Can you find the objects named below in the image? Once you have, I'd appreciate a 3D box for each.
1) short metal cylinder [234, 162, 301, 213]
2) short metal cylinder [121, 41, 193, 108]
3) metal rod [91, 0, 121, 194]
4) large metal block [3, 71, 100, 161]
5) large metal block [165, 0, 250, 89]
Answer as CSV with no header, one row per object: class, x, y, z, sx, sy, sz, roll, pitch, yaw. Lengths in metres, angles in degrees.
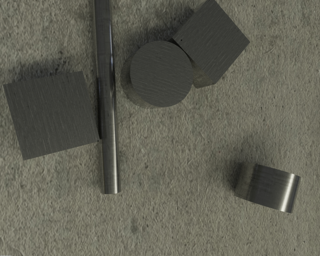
short metal cylinder,0.150,0.083,0.436,0.081,0.080,0.050,18,84,-19
short metal cylinder,-0.005,-0.065,0.394,0.081,0.050,0.080,0,90,-20
metal rod,-0.068,-0.069,0.383,0.025,0.025,0.298,-3,91,-20
large metal block,-0.121,-0.015,0.351,0.081,0.050,0.080,-15,95,-20
large metal block,0.059,-0.112,0.417,0.080,0.050,0.080,44,75,-15
